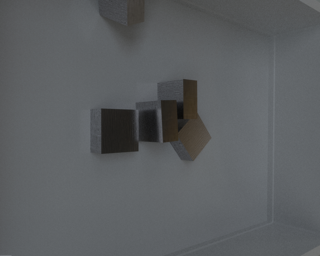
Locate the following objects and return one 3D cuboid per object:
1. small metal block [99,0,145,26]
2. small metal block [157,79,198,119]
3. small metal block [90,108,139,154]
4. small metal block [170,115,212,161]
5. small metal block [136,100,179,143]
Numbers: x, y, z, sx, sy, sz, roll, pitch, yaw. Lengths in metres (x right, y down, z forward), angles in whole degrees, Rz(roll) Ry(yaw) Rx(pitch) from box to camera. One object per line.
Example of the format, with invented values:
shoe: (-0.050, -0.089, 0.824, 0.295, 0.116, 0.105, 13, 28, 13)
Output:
small metal block: (-0.043, -0.147, 0.343, 0.025, 0.050, 0.050, -30, 138, -36)
small metal block: (0.022, -0.036, 0.411, 0.025, 0.050, 0.050, -1, 91, -40)
small metal block: (-0.053, 0.003, 0.364, 0.050, 0.025, 0.050, 0, 90, -40)
small metal block: (0.041, 0.011, 0.444, 0.050, 0.025, 0.050, -48, 119, -30)
small metal block: (-0.004, -0.009, 0.389, 0.025, 0.050, 0.050, -5, 94, -40)
